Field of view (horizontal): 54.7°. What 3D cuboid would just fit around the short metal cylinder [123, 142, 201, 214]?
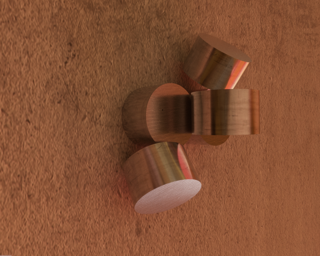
[{"bbox_3d":[0.002,0.060,0.365,0.081,0.080,0.050,10,45,-40],"label":"short metal cylinder"}]

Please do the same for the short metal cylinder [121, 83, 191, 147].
[{"bbox_3d":[-0.001,-0.014,0.390,0.081,0.050,0.079,0,90,-40],"label":"short metal cylinder"}]

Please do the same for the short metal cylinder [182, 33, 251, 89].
[{"bbox_3d":[0.078,-0.090,0.429,0.081,0.080,0.050,1,128,-40],"label":"short metal cylinder"}]

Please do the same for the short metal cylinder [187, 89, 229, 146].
[{"bbox_3d":[0.061,-0.016,0.442,0.081,0.050,0.079,0,90,-40],"label":"short metal cylinder"}]

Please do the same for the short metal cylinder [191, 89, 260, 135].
[{"bbox_3d":[0.078,-0.018,0.373,0.081,0.080,0.050,-2,92,-40],"label":"short metal cylinder"}]
